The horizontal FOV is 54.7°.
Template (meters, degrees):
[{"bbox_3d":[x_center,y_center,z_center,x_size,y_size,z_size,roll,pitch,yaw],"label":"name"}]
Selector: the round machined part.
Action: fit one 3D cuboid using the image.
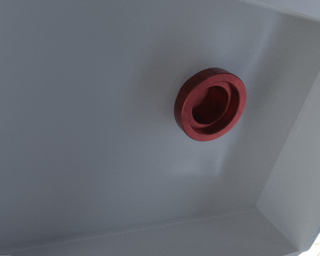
[{"bbox_3d":[0.062,-0.034,0.412,0.099,0.042,0.097,-14,125,-21],"label":"round machined part"}]
